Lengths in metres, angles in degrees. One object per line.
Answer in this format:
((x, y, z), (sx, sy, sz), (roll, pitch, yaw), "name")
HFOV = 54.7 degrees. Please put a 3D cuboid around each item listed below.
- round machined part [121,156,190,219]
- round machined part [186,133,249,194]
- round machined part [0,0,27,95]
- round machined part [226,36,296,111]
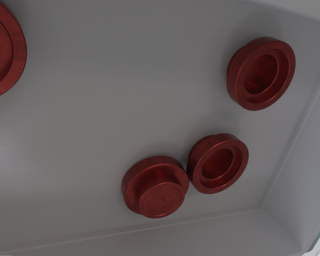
((-0.003, 0.091, 0.445), (0.099, 0.042, 0.097), (-10, 125, -15), "round machined part")
((0.083, 0.049, 0.473), (0.099, 0.042, 0.097), (-14, 124, -21), "round machined part")
((-0.167, -0.073, 0.261), (0.099, 0.042, 0.097), (-14, 124, -21), "round machined part")
((0.131, -0.076, 0.422), (0.099, 0.042, 0.097), (-14, 124, -21), "round machined part")
